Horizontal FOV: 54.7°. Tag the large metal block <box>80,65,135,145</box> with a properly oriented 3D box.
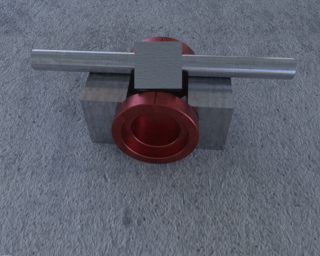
[{"bbox_3d":[-0.060,-0.035,0.398,0.050,0.080,0.080,3,50,3],"label":"large metal block"}]

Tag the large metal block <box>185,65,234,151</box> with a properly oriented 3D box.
[{"bbox_3d":[0.058,-0.028,0.393,0.050,0.080,0.080,3,50,2],"label":"large metal block"}]

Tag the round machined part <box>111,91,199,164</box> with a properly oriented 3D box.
[{"bbox_3d":[-0.004,-0.005,0.361,0.099,0.097,0.042,4,45,3],"label":"round machined part"}]

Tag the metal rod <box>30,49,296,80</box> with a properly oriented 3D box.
[{"bbox_3d":[0.002,-0.075,0.364,0.302,0.025,0.025,2,50,2],"label":"metal rod"}]

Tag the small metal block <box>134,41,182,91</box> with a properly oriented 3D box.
[{"bbox_3d":[-0.001,-0.067,0.339,0.050,0.025,0.050,0,90,2],"label":"small metal block"}]

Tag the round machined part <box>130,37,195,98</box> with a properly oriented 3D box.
[{"bbox_3d":[0.002,-0.069,0.415,0.099,0.097,0.042,3,51,2],"label":"round machined part"}]
